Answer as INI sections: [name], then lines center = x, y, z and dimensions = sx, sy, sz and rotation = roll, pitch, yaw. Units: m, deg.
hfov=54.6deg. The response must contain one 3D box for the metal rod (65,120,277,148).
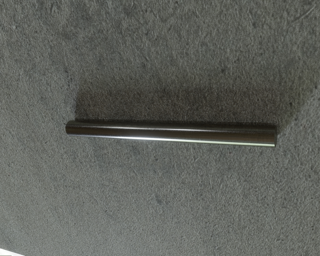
[metal rod]
center = -0.004, 0.005, 0.414
dimensions = 0.300, 0.025, 0.025
rotation = 2, 119, 27
